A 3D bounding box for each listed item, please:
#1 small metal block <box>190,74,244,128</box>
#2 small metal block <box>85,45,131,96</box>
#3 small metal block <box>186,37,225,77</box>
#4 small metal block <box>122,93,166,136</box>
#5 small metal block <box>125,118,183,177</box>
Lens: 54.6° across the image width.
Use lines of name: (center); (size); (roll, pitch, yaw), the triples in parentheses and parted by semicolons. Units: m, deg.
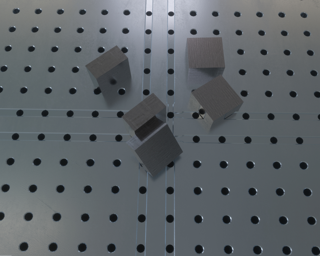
small metal block: (0.077, -0.037, 0.426); (0.050, 0.025, 0.050); (-32, 73, -11)
small metal block: (-0.069, -0.078, 0.427); (0.050, 0.050, 0.025); (-37, 74, -12)
small metal block: (0.065, -0.103, 0.450); (0.050, 0.025, 0.050); (-1, 70, -1)
small metal block: (-0.019, -0.011, 0.402); (0.050, 0.050, 0.025); (-39, 74, -13)
small metal block: (-0.006, 0.024, 0.387); (0.050, 0.050, 0.025); (-39, 35, -13)
